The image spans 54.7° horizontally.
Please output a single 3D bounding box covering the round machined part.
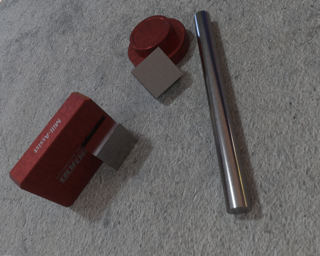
[{"bbox_3d":[-0.007,-0.134,0.478,0.098,0.042,0.098,-13,56,20],"label":"round machined part"}]

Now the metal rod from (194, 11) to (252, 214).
[{"bbox_3d":[0.072,-0.043,0.391,0.025,0.025,0.299,-16,55,19],"label":"metal rod"}]

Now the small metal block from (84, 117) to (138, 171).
[{"bbox_3d":[-0.063,0.021,0.406,0.025,0.050,0.050,24,75,36],"label":"small metal block"}]

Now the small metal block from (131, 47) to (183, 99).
[{"bbox_3d":[-0.005,-0.076,0.434,0.050,0.050,0.025,-43,7,-2],"label":"small metal block"}]

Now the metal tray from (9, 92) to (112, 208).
[{"bbox_3d":[-0.114,0.030,0.401,0.030,0.090,0.130,26,76,36],"label":"metal tray"}]
